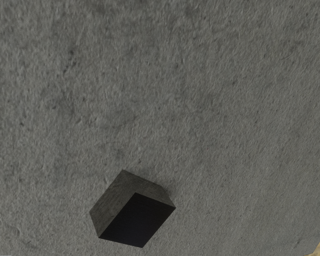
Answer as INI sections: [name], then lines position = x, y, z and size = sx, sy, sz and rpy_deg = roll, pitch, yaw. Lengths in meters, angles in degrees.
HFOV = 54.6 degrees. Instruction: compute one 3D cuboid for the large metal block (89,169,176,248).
[large metal block]
position = -0.039, 0.116, 0.441
size = 0.080, 0.050, 0.080
rpy_deg = 31, 101, -38
